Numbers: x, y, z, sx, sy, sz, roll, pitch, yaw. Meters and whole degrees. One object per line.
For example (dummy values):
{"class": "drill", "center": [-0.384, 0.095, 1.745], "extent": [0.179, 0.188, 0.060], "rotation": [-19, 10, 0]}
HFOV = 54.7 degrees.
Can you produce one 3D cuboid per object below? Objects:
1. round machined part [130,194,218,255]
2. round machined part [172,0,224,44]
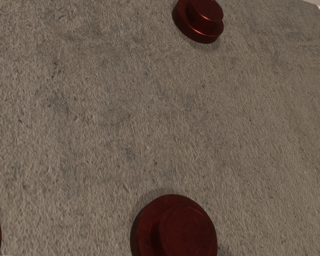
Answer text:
{"class": "round machined part", "center": [0.021, 0.119, 0.333], "extent": [0.099, 0.042, 0.098], "rotation": [14, 56, -21]}
{"class": "round machined part", "center": [0.075, -0.204, 0.560], "extent": [0.099, 0.042, 0.098], "rotation": [14, 56, -21]}
